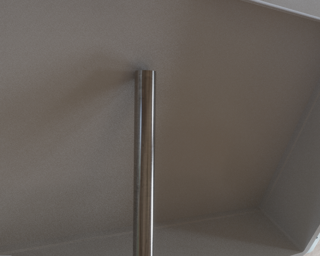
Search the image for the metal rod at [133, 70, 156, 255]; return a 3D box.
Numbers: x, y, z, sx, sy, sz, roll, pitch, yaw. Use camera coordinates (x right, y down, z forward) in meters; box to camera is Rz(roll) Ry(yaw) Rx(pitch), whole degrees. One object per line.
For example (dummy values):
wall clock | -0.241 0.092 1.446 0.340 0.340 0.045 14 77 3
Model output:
metal rod | -0.019 0.083 0.370 0.025 0.025 0.298 -1 94 -28
